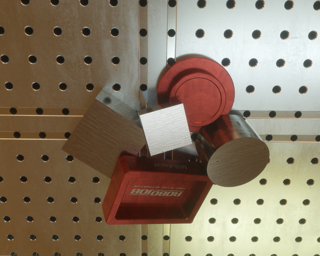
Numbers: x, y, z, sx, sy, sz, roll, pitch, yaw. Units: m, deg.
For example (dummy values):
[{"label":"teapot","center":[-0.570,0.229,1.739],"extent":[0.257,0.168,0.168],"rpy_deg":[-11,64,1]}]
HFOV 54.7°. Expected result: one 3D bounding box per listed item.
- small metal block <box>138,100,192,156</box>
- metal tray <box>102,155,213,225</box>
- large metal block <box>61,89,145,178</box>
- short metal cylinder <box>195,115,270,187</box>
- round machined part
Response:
[{"label":"small metal block","center":[0.005,-0.001,0.364],"extent":[0.050,0.025,0.050],"rpy_deg":[-16,107,-6]},{"label":"metal tray","center":[-0.001,0.086,0.412],"extent":[0.131,0.030,0.089],"rpy_deg":[8,119,-27]},{"label":"large metal block","center":[-0.066,0.009,0.403],"extent":[0.080,0.050,0.080],"rpy_deg":[34,106,-12]},{"label":"short metal cylinder","center":[0.092,0.030,0.400],"extent":[0.081,0.050,0.079],"rpy_deg":[-6,125,-9]},{"label":"round machined part","center":[0.046,-0.040,0.390],"extent":[0.099,0.042,0.097],"rpy_deg":[0,110,0]}]
